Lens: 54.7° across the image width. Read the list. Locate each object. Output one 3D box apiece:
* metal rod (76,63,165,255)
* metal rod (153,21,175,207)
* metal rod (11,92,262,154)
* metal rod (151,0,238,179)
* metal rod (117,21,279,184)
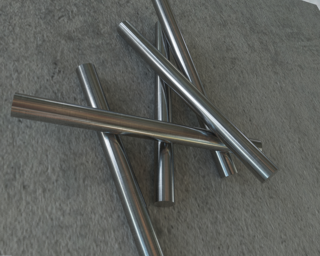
[{"bbox_3d":[-0.041,0.054,0.349,0.025,0.025,0.299,-10,67,-33],"label":"metal rod"},{"bbox_3d":[0.005,-0.041,0.432,0.025,0.025,0.299,13,56,-21],"label":"metal rod"},{"bbox_3d":[-0.008,0.002,0.364,0.302,0.025,0.025,10,57,-22],"label":"metal rod"},{"bbox_3d":[0.045,-0.073,0.452,0.025,0.025,0.299,-11,74,-33],"label":"metal rod"},{"bbox_3d":[0.034,-0.049,0.406,0.025,0.025,0.300,-21,58,-36],"label":"metal rod"}]
